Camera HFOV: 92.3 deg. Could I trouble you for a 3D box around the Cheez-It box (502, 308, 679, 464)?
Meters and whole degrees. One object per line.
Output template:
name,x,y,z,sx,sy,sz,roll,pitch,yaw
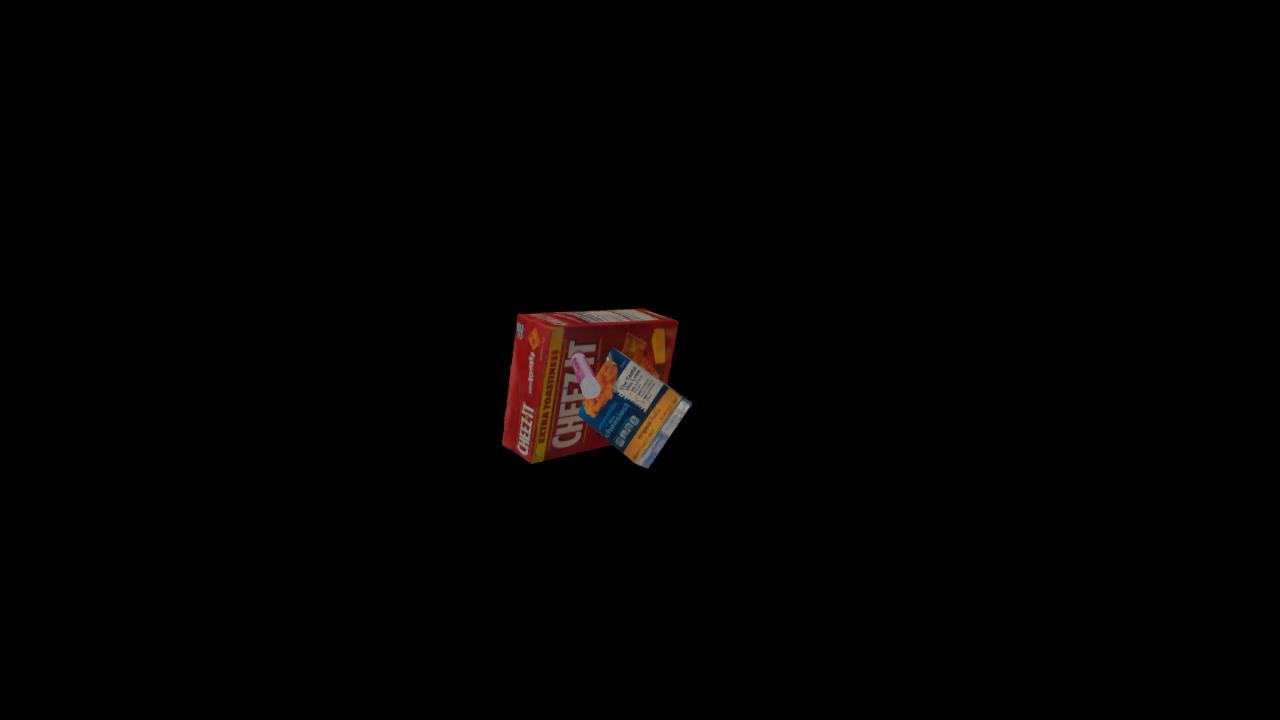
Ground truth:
Cheez-It box,-0.056,0.024,0.769,0.071,0.166,0.223,22,19,40

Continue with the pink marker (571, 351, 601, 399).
pink marker,-0.061,0.010,0.654,0.020,0.020,0.121,0,19,-14

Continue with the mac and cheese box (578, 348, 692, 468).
mac and cheese box,-0.036,0.036,0.729,0.184,0.093,0.041,35,2,30
